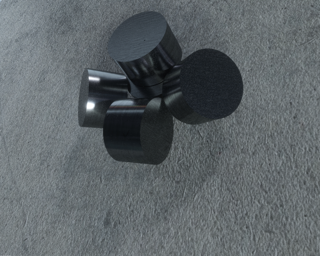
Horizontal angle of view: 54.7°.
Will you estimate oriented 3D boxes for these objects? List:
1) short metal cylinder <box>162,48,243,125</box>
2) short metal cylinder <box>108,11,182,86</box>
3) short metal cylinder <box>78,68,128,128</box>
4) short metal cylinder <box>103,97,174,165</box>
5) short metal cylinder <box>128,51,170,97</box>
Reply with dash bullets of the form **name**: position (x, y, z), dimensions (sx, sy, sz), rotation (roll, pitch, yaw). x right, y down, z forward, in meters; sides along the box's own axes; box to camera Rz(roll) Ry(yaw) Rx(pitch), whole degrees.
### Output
- **short metal cylinder**: position (0.049, -0.046, 0.364), dimensions (0.080, 0.080, 0.050), rotation (-62, 16, -16)
- **short metal cylinder**: position (-0.018, -0.100, 0.394), dimensions (0.080, 0.050, 0.080), rotation (-13, 56, 20)
- **short metal cylinder**: position (-0.081, -0.039, 0.428), dimensions (0.080, 0.050, 0.079), rotation (-174, 90, -67)
- **short metal cylinder**: position (-0.024, 0.003, 0.378), dimensions (0.050, 0.080, 0.080), rotation (2, 63, 29)
- **short metal cylinder**: position (0.001, -0.060, 0.425), dimensions (0.080, 0.050, 0.080), rotation (-13, 56, 20)
